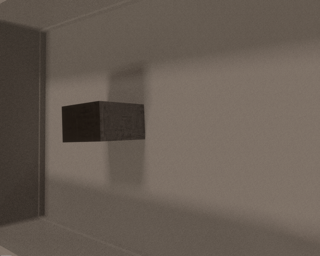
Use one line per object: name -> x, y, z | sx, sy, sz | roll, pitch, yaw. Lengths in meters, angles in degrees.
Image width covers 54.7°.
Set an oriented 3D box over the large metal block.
large metal block -> -0.078, -0.007, 0.433 | 0.080, 0.081, 0.050 | -3, 88, 39
